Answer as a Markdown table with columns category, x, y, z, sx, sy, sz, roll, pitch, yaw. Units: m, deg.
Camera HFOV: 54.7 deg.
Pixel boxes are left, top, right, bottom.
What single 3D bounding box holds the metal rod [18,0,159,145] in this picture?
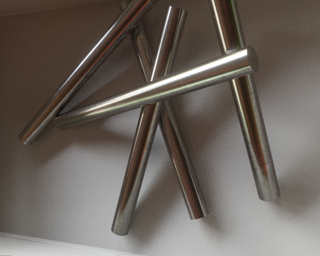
| category | x | y | z | sx | sy | sz | roll | pitch | yaw |
| --- | --- | --- | --- | --- | --- | --- | --- | --- | --- |
| metal rod | -0.106 | -0.078 | 0.429 | 0.299 | 0.025 | 0.025 | -43 | 77 | 21 |

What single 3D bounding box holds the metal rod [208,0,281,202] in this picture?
| category | x | y | z | sx | sy | sz | roll | pitch | yaw |
| --- | --- | --- | --- | --- | --- | --- | --- | --- | --- |
| metal rod | 0.083 | -0.053 | 0.317 | 0.025 | 0.025 | 0.298 | -13 | 111 | 19 |

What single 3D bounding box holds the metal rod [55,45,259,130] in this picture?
| category | x | y | z | sx | sy | sz | roll | pitch | yaw |
| --- | --- | --- | --- | --- | --- | --- | --- | --- | --- |
| metal rod | -0.031 | -0.035 | 0.369 | 0.300 | 0.025 | 0.025 | -13 | 86 | 38 |

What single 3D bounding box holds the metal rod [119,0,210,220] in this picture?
| category | x | y | z | sx | sy | sz | roll | pitch | yaw |
| --- | --- | --- | --- | --- | --- | --- | --- | --- | --- |
| metal rod | 0.003 | -0.029 | 0.408 | 0.025 | 0.025 | 0.299 | -21 | 83 | 18 |

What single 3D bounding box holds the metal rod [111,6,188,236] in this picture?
| category | x | y | z | sx | sy | sz | roll | pitch | yaw |
| --- | --- | --- | --- | --- | --- | --- | --- | --- | --- |
| metal rod | -0.017 | 0.002 | 0.393 | 0.025 | 0.025 | 0.298 | 20 | 105 | 18 |
